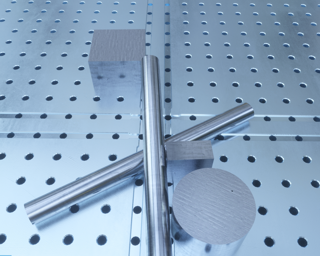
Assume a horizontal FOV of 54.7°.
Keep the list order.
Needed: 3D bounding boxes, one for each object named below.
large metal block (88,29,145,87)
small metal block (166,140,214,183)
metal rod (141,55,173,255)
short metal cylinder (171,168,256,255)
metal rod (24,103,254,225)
[{"bbox_3d":[-0.062,-0.109,0.483,0.081,0.050,0.080,-1,50,-1],"label":"large metal block"},{"bbox_3d":[0.032,0.040,0.358,0.050,0.050,0.025,-2,50,-2],"label":"small metal block"},{"bbox_3d":[-0.006,0.037,0.346,0.025,0.025,0.299,-2,59,-2],"label":"metal rod"},{"bbox_3d":[0.052,0.088,0.318,0.081,0.050,0.080,0,50,0],"label":"short metal cylinder"},{"bbox_3d":[-0.009,0.034,0.378,0.302,0.025,0.025,-24,54,-19],"label":"metal rod"}]
